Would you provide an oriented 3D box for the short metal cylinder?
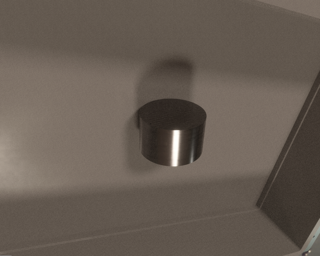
[{"bbox_3d":[0.015,0.003,0.385,0.081,0.080,0.050,-12,124,-22],"label":"short metal cylinder"}]
